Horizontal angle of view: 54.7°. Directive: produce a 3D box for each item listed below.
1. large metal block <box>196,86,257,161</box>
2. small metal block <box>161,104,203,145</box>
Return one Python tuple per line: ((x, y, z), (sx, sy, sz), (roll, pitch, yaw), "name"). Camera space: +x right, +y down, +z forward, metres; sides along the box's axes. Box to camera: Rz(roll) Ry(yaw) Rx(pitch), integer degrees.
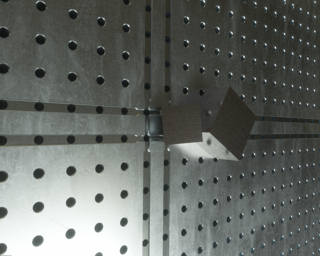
((0.093, -0.006, 0.471), (0.080, 0.050, 0.080), (40, 66, -33), "large metal block")
((0.029, -0.005, 0.416), (0.050, 0.025, 0.050), (-5, 95, 2), "small metal block")
